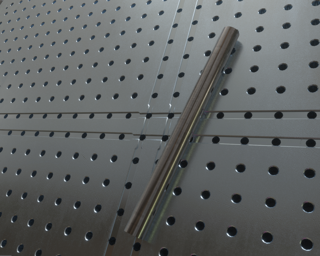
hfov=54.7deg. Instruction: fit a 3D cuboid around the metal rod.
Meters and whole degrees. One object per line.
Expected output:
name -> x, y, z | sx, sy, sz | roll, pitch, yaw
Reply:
metal rod -> 0.035, -0.007, 0.392 | 0.025, 0.025, 0.300 | 15, 69, 34
